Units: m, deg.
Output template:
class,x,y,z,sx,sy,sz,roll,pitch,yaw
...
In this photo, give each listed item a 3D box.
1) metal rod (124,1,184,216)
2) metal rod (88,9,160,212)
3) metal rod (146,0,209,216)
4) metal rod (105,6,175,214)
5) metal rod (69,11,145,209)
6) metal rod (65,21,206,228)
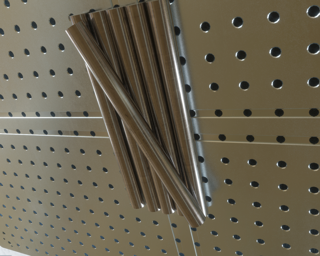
class,x,y,z,sx,sy,sz,roll,pitch,yaw
metal rod,0.005,-0.006,0.406,0.025,0.025,0.298,1,119,28
metal rod,-0.040,-0.006,0.428,0.025,0.025,0.298,1,119,28
metal rod,0.028,-0.006,0.394,0.025,0.025,0.298,1,119,28
metal rod,-0.018,-0.006,0.417,0.025,0.025,0.298,1,119,28
metal rod,-0.066,-0.008,0.441,0.025,0.025,0.298,1,119,28
metal rod,-0.023,0.006,0.395,0.025,0.025,0.299,-21,107,36
